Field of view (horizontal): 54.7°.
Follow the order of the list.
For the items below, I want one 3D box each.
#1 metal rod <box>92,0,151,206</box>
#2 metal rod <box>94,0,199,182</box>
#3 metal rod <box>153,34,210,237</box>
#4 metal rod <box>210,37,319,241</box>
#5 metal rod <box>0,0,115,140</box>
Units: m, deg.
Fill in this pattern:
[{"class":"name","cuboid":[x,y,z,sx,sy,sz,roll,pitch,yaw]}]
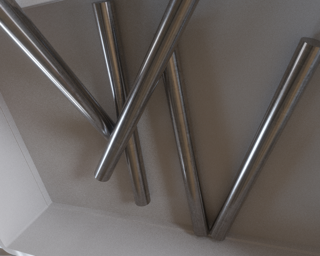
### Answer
[{"class":"metal rod","cuboid":[-0.046,-0.014,0.422,0.025,0.025,0.298,6,121,25]},{"class":"metal rod","cuboid":[-0.028,-0.031,0.368,0.025,0.025,0.298,34,129,5]},{"class":"metal rod","cuboid":[0.034,0.026,0.405,0.025,0.025,0.298,2,119,27]},{"class":"metal rod","cuboid":[0.114,0.039,0.371,0.025,0.025,0.298,23,127,13]},{"class":"metal rod","cuboid":[-0.106,-0.057,0.329,0.025,0.025,0.300,9,155,23]}]
